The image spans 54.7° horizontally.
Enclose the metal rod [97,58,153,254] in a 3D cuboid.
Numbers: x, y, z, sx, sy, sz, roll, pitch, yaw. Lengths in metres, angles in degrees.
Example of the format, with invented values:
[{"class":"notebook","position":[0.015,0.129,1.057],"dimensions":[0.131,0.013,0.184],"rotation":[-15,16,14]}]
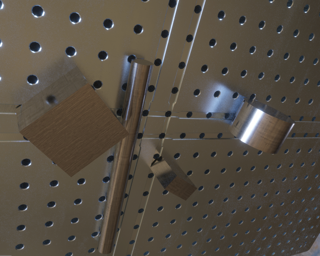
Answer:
[{"class":"metal rod","position":[-0.053,0.055,0.417],"dimensions":[0.025,0.025,0.298],"rotation":[-1,119,-29]}]

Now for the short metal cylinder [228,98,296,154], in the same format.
[{"class":"short metal cylinder","position":[0.149,-0.004,0.457],"dimensions":[0.081,0.080,0.050],"rotation":[10,113,-33]}]

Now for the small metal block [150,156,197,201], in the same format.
[{"class":"small metal block","position":[0.020,0.073,0.453],"dimensions":[0.025,0.050,0.050],"rotation":[-49,129,6]}]

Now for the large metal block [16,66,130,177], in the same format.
[{"class":"large metal block","position":[-0.095,-0.006,0.340],"dimensions":[0.080,0.050,0.080],"rotation":[-37,130,-4]}]
